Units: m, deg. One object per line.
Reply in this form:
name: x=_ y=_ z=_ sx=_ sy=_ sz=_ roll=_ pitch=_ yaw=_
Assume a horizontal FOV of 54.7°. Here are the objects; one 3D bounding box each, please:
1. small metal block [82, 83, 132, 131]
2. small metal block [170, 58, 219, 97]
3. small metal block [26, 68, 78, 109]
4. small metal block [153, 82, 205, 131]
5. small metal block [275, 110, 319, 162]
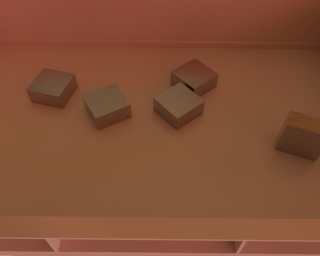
small metal block: x=-0.073 y=-0.030 z=0.430 sx=0.050 sy=0.025 sz=0.050 roll=-24 pitch=54 yaw=-19
small metal block: x=0.051 y=-0.074 z=0.468 sx=0.050 sy=0.025 sz=0.050 roll=-32 pitch=57 yaw=-25
small metal block: x=-0.156 y=-0.058 z=0.452 sx=0.050 sy=0.025 sz=0.050 roll=12 pitch=51 yaw=9
small metal block: x=0.026 y=-0.031 z=0.432 sx=0.050 sy=0.025 sz=0.050 roll=-32 pitch=57 yaw=-25
small metal block: x=0.176 y=0.010 z=0.382 sx=0.050 sy=0.050 sz=0.025 roll=17 pitch=52 yaw=14
